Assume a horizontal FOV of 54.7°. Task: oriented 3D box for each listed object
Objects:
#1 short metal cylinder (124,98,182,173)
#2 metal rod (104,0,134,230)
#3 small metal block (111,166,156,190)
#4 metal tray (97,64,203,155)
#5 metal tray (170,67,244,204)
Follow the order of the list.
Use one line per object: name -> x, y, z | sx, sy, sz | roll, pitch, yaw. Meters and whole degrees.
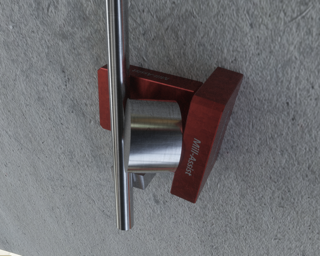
short metal cylinder -> -0.011, 0.009, 0.335 | 0.050, 0.080, 0.079 | 2, 126, -12
metal rod -> -0.048, -0.002, 0.380 | 0.025, 0.025, 0.298 | 10, 114, 22
small metal block -> -0.034, 0.057, 0.444 | 0.050, 0.050, 0.025 | 12, 123, 21
metal tray -> -0.015, -0.027, 0.394 | 0.130, 0.030, 0.089 | 17, 125, 18
metal tray -> 0.051, 0.008, 0.343 | 0.030, 0.090, 0.129 | 21, 126, 16
